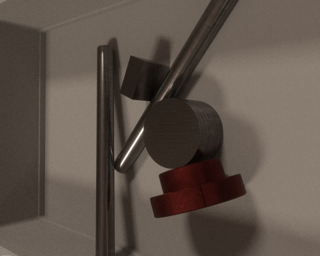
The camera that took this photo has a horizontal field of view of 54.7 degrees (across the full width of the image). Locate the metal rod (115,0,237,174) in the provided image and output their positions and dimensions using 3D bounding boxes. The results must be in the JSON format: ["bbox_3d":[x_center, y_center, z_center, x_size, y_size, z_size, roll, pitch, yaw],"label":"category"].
[{"bbox_3d":[0.016,-0.057,0.391,0.025,0.025,0.298,47,118,29],"label":"metal rod"}]

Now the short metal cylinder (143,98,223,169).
[{"bbox_3d":[0.027,0.006,0.367,0.080,0.050,0.079,0,90,39],"label":"short metal cylinder"}]

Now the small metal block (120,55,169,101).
[{"bbox_3d":[-0.019,-0.063,0.405,0.025,0.050,0.050,30,109,36],"label":"small metal block"}]

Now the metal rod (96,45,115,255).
[{"bbox_3d":[-0.078,0.024,0.441,0.025,0.025,0.299,-13,74,39],"label":"metal rod"}]

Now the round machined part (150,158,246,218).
[{"bbox_3d":[0.037,0.061,0.328,0.098,0.099,0.042,-24,75,37],"label":"round machined part"}]
